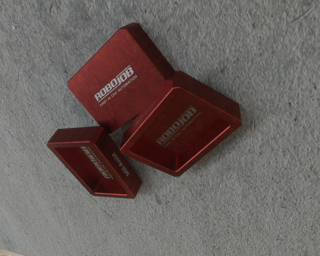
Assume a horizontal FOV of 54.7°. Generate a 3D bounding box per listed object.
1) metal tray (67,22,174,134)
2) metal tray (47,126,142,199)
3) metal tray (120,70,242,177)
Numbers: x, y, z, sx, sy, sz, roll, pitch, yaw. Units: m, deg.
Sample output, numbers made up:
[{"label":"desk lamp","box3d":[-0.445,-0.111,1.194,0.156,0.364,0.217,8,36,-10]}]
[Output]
[{"label":"metal tray","box3d":[-0.050,-0.058,0.394,0.130,0.030,0.090,-32,101,38]},{"label":"metal tray","box3d":[-0.095,0.055,0.464,0.090,0.030,0.130,-4,133,30]},{"label":"metal tray","box3d":[0.021,0.002,0.372,0.090,0.030,0.129,26,132,-19]}]
